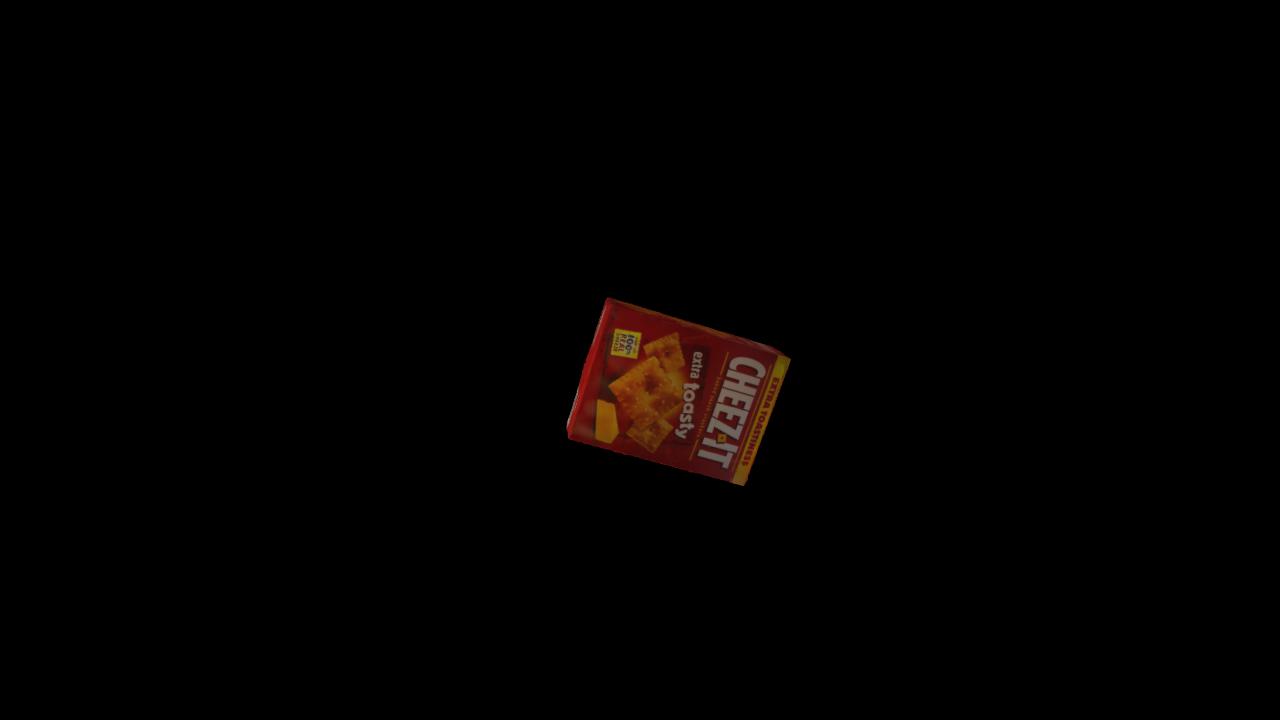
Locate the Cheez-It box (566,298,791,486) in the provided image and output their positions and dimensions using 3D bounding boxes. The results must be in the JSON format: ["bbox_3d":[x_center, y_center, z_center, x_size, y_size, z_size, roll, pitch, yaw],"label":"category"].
[{"bbox_3d":[0.042,0.038,0.723,0.223,0.166,0.071,17,11,-11],"label":"Cheez-It box"}]
